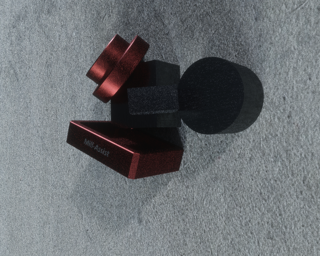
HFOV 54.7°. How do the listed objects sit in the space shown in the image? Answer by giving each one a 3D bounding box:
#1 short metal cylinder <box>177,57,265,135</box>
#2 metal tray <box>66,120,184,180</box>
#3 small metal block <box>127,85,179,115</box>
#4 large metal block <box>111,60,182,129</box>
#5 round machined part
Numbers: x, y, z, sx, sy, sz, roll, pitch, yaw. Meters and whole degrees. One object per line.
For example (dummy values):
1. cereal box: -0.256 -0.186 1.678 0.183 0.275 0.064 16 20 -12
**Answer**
1. short metal cylinder: 0.065 -0.033 0.338 0.080 0.050 0.080 0 90 40
2. metal tray: -0.046 0.022 0.402 0.130 0.091 0.030 22 104 38
3. small metal block: -0.007 -0.029 0.337 0.050 0.050 0.025 -5 89 -2
4. large metal block: -0.019 -0.040 0.407 0.080 0.050 0.080 -2 89 40
5. round machined part: -0.060 -0.084 0.408 0.042 0.098 0.098 37 122 -15
